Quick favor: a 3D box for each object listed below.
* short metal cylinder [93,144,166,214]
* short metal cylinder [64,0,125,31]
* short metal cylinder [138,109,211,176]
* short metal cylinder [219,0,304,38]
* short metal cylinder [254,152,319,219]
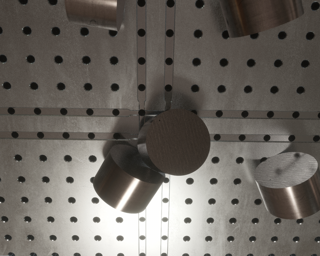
[{"bbox_3d":[-0.040,0.065,0.408,0.080,0.080,0.050,28,108,-10],"label":"short metal cylinder"},{"bbox_3d":[-0.065,-0.148,0.329,0.050,0.080,0.079,8,110,-3],"label":"short metal cylinder"},{"bbox_3d":[0.016,0.018,0.390,0.081,0.050,0.080,1,85,-15],"label":"short metal cylinder"},{"bbox_3d":[0.108,-0.136,0.335,0.080,0.080,0.050,-19,109,6],"label":"short metal cylinder"},{"bbox_3d":[0.173,0.075,0.414,0.080,0.080,0.050,-22,109,7],"label":"short metal cylinder"}]
